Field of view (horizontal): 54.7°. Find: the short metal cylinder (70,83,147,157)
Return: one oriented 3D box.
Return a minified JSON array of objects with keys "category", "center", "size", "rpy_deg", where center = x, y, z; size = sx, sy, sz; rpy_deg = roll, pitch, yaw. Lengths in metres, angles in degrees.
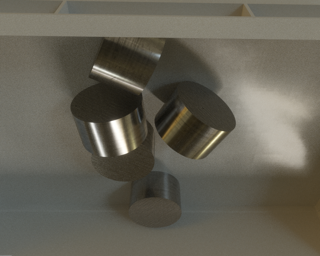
[{"category":"short metal cylinder","center":[-0.057,-0.012,0.362],"size":[0.080,0.080,0.050],"rpy_deg":[-4,130,3]}]

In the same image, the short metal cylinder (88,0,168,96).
[{"category":"short metal cylinder","center":[-0.032,-0.078,0.306],"size":[0.050,0.080,0.079],"rpy_deg":[21,127,-17]}]

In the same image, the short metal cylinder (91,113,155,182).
[{"category":"short metal cylinder","center":[-0.047,0.027,0.415],"size":[0.081,0.050,0.079],"rpy_deg":[0,131,0]}]

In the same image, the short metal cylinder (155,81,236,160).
[{"category":"short metal cylinder","center":[0.041,-0.010,0.365],"size":[0.080,0.080,0.050],"rpy_deg":[24,126,-19]}]

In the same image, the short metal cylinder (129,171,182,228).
[{"category":"short metal cylinder","center":[-0.007,0.114,0.489],"size":[0.081,0.050,0.079],"rpy_deg":[0,130,0]}]
